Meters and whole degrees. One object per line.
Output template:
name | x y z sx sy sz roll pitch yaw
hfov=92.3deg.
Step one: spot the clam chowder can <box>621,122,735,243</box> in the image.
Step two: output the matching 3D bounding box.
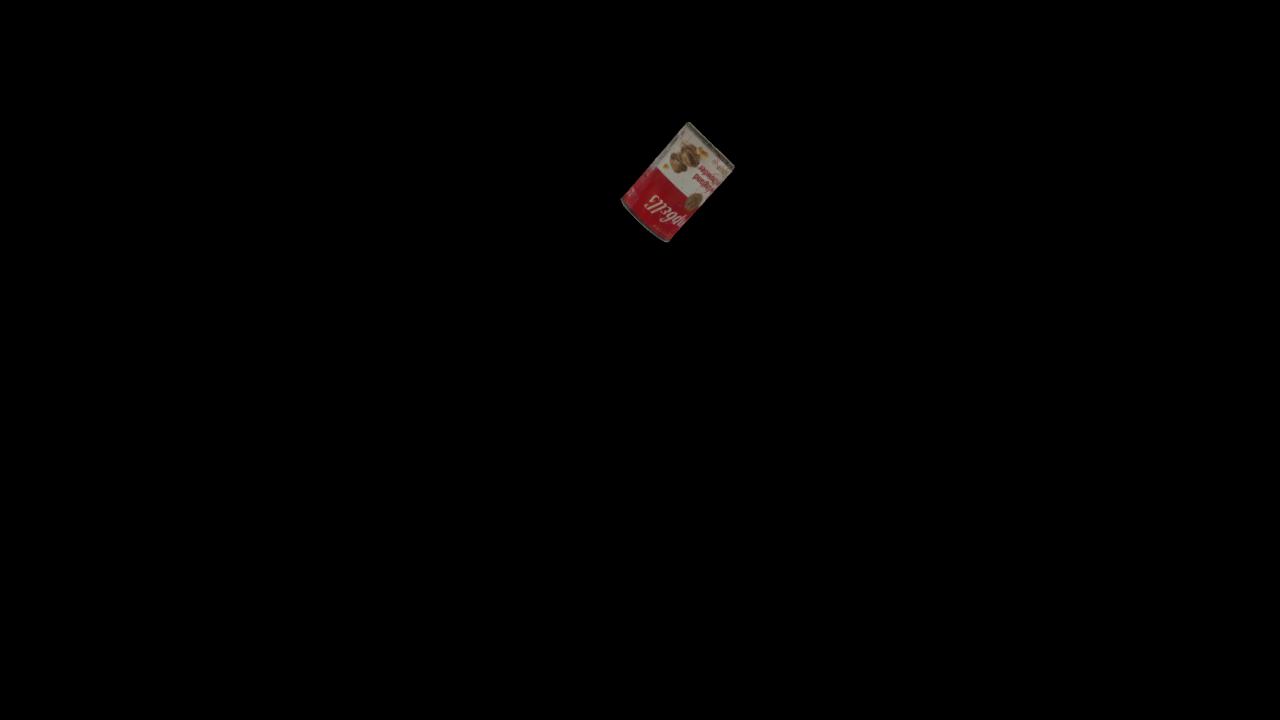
clam chowder can | 0.038 -0.180 0.626 0.102 0.068 0.068 -46 -18 18
